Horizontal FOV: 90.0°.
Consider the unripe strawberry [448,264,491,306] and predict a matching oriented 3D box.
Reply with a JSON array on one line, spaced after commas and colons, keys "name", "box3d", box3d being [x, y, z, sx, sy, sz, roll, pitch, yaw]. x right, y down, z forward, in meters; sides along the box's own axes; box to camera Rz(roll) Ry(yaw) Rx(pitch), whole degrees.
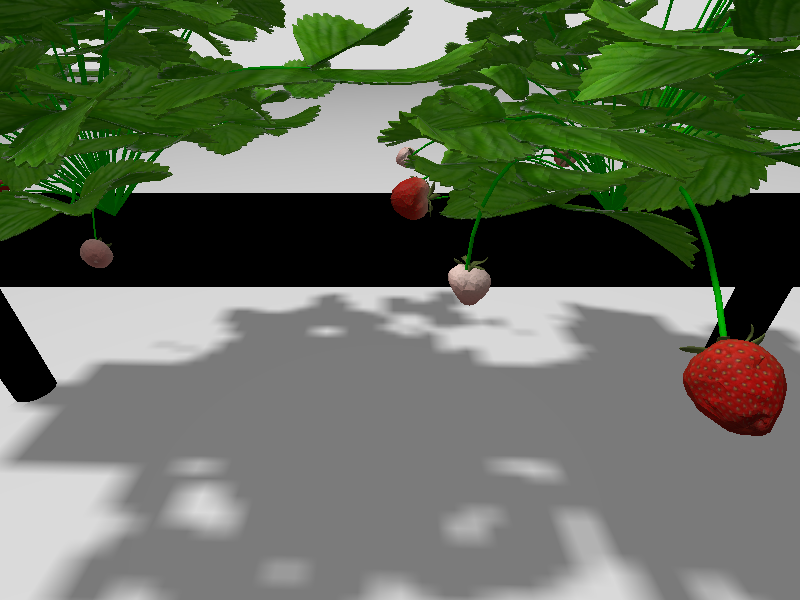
[{"name": "unripe strawberry", "box3d": [0.039, -0.009, 0.230, 0.021, 0.025, 0.025, -27, 41, -37]}]

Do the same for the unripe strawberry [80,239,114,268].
[{"name": "unripe strawberry", "box3d": [-0.203, -0.030, 0.268, 0.017, 0.020, 0.019, -16, 40, -24]}]

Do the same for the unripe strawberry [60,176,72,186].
[{"name": "unripe strawberry", "box3d": [-0.362, -0.128, 0.434, 0.011, 0.011, 0.011, 24, 39, 34]}]

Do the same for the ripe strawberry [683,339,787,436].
[{"name": "ripe strawberry", "box3d": [0.126, 0.034, 0.151, 0.031, 0.033, 0.035, 8, -39, 13]}]

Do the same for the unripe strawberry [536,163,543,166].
[{"name": "unripe strawberry", "box3d": [0.161, -0.154, 0.464, 0.011, 0.011, 0.010, -7, 32, -11]}]

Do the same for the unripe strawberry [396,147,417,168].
[{"name": "unripe strawberry", "box3d": [0.007, -0.178, 0.504, 0.028, 0.025, 0.026, -29, 21, -38]}]

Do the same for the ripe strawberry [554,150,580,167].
[{"name": "ripe strawberry", "box3d": [0.213, -0.189, 0.510, 0.032, 0.036, 0.035, 4, 31, 6]}]

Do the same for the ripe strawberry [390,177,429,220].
[{"name": "ripe strawberry", "box3d": [0.009, -0.088, 0.347, 0.034, 0.035, 0.031, -2, 32, -2]}]

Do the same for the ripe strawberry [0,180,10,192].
[{"name": "ripe strawberry", "box3d": [-0.411, -0.118, 0.411, 0.016, 0.016, 0.018, 12, 34, 19]}]
